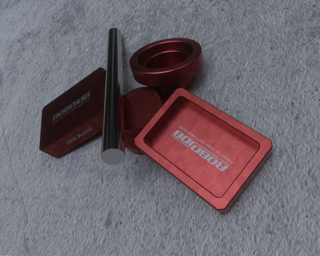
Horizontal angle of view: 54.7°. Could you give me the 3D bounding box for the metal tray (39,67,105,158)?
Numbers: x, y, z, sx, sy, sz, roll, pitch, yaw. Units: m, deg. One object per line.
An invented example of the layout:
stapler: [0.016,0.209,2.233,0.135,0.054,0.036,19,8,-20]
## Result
metal tray: [-0.123,-0.023,0.467,0.130,0.030,0.090,-30,49,19]

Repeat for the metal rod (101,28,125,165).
metal rod: [-0.065,-0.068,0.438,0.025,0.025,0.300,-24,40,13]

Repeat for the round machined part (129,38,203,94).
round machined part: [0.011,-0.083,0.426,0.098,0.042,0.098,-9,38,7]

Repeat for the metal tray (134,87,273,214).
metal tray: [0.046,0.021,0.351,0.130,0.030,0.090,35,81,28]

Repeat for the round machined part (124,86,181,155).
round machined part: [-0.021,-0.016,0.416,0.098,0.042,0.098,-13,56,21]
